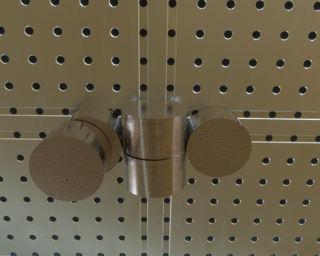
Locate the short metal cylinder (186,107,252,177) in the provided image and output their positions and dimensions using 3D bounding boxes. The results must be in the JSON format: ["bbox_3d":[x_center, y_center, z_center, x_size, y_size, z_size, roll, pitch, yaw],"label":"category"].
[{"bbox_3d":[0.073,0.017,0.406,0.081,0.050,0.079,0,110,0],"label":"short metal cylinder"}]

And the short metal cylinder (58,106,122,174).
[{"bbox_3d":[-0.088,0.016,0.405,0.081,0.050,0.079,0,110,0],"label":"short metal cylinder"}]

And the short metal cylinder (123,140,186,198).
[{"bbox_3d":[-0.006,0.047,0.401,0.081,0.080,0.050,-1,110,0],"label":"short metal cylinder"}]

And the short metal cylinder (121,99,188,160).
[{"bbox_3d":[-0.007,-0.001,0.384,0.081,0.080,0.050,1,111,-1],"label":"short metal cylinder"}]

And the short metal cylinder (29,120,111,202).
[{"bbox_3d":[-0.101,0.037,0.358,0.081,0.050,0.079,0,110,0],"label":"short metal cylinder"}]
